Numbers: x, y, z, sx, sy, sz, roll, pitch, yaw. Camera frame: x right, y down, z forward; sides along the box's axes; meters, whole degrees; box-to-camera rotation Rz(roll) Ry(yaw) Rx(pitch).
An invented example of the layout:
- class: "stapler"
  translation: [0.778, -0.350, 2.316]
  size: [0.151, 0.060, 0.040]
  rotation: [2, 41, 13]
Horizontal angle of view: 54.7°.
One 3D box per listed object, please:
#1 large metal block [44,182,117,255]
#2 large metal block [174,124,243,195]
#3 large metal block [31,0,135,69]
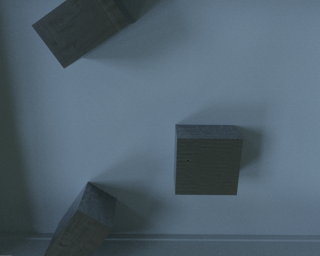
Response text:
- class: "large metal block"
  translation: [-0.105, 0.134, 0.426]
  size: [0.050, 0.080, 0.080]
  rotation: [34, 100, -12]
- class: "large metal block"
  translation: [0.061, 0.042, 0.414]
  size: [0.081, 0.050, 0.079]
  rotation: [1, 110, -1]
- class: "large metal block"
  translation: [-0.078, -0.114, 0.339]
  size: [0.080, 0.080, 0.050]
  rotation: [-31, 107, 11]
